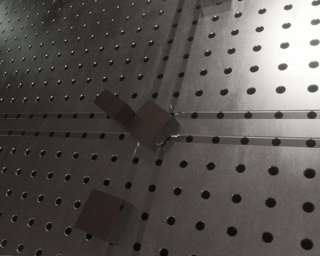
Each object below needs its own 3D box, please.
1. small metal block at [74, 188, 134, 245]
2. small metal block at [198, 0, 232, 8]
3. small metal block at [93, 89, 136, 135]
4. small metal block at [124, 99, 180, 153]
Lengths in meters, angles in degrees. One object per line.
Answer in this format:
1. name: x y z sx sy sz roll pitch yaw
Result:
1. small metal block: -0.068 0.107 0.377 0.050 0.025 0.050 11 67 32
2. small metal block: 0.089 -0.227 0.500 0.050 0.025 0.050 -5 59 25
3. small metal block: -0.058 -0.022 0.435 0.050 0.050 0.025 34 81 38
4. small metal block: -0.011 -0.004 0.415 0.050 0.025 0.050 -48 52 -6
